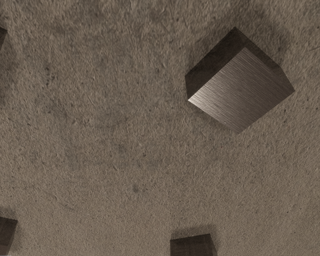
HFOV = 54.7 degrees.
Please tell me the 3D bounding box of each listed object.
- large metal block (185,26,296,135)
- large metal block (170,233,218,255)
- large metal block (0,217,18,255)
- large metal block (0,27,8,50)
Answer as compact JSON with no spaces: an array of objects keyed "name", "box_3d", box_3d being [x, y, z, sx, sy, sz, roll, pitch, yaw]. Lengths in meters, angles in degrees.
[{"name":"large metal block","box_3d":[0.086,-0.051,0.349,0.080,0.050,0.080,32,123,-25]},{"name":"large metal block","box_3d":[0.070,0.258,0.612,0.080,0.050,0.080,-13,129,10]},{"name":"large metal block","box_3d":[-0.311,0.200,0.557,0.081,0.050,0.079,18,128,-15]},{"name":"large metal block","box_3d":[-0.219,-0.079,0.320,0.080,0.050,0.080,26,125,-21]}]
